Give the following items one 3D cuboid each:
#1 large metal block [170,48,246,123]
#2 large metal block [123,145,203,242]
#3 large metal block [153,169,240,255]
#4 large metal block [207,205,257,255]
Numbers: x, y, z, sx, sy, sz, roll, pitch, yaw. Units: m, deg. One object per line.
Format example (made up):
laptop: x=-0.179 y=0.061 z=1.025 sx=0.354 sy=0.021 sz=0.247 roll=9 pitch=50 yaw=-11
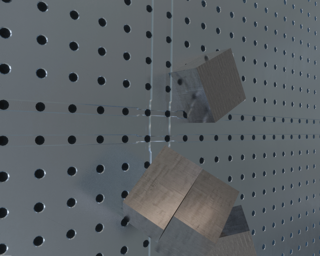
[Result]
large metal block: x=0.072 y=-0.061 z=0.452 sx=0.080 sy=0.050 sz=0.080 roll=-34 pitch=111 yaw=-35
large metal block: x=0.001 y=0.080 z=0.366 sx=0.050 sy=0.080 sz=0.080 roll=32 pitch=63 yaw=12
large metal block: x=0.043 y=0.110 z=0.368 sx=0.080 sy=0.050 sz=0.080 roll=-47 pitch=164 yaw=-46
large metal block: x=0.088 y=0.164 z=0.434 sx=0.050 sy=0.080 sz=0.080 roll=-88 pitch=159 yaw=-65
